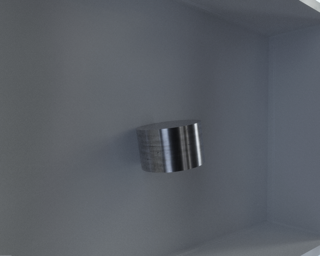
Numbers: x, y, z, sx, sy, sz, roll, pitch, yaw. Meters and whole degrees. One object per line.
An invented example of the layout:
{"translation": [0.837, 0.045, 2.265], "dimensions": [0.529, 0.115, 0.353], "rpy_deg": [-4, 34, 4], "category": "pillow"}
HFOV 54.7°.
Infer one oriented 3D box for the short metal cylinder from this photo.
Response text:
{"translation": [0.014, 0.020, 0.384], "dimensions": [0.081, 0.080, 0.050], "rpy_deg": [-13, 98, -40], "category": "short metal cylinder"}
